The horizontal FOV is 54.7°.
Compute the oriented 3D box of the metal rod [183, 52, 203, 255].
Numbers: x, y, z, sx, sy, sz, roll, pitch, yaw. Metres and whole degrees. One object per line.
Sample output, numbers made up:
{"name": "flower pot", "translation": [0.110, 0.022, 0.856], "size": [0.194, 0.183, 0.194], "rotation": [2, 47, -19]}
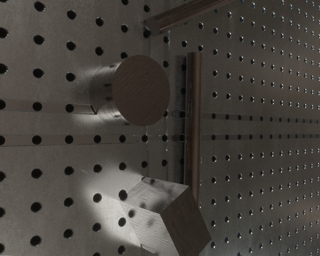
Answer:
{"name": "metal rod", "translation": [0.047, 0.041, 0.451], "size": [0.025, 0.025, 0.298], "rotation": [2, 89, -40]}

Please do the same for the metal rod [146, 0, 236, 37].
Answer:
{"name": "metal rod", "translation": [0.092, -0.203, 0.488], "size": [0.302, 0.025, 0.025], "rotation": [-35, 112, -35]}

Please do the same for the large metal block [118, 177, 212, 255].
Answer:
{"name": "large metal block", "translation": [0.005, 0.112, 0.380], "size": [0.050, 0.080, 0.080], "rotation": [-36, 113, -34]}

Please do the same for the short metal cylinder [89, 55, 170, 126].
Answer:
{"name": "short metal cylinder", "translation": [-0.035, -0.042, 0.365], "size": [0.081, 0.050, 0.079], "rotation": [0, 90, -40]}
